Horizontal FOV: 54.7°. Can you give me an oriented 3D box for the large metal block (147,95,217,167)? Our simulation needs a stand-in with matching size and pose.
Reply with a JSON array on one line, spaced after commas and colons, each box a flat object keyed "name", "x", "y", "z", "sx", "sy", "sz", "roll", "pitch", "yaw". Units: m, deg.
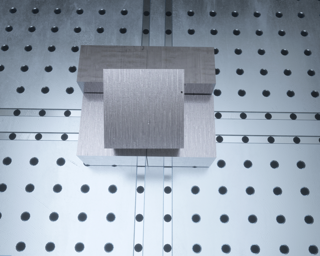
[{"name": "large metal block", "x": 0.026, "y": 0.004, "z": 0.394, "sx": 0.081, "sy": 0.050, "sz": 0.080, "roll": 1, "pitch": 70, "yaw": 0}]

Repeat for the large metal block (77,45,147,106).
[{"name": "large metal block", "x": -0.056, "y": -0.063, "z": 0.404, "sx": 0.081, "sy": 0.080, "sz": 0.050, "roll": 1, "pitch": 70, "yaw": 0}]

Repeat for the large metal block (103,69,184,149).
[{"name": "large metal block", "x": -0.016, "y": -0.021, "z": 0.335, "sx": 0.081, "sy": 0.050, "sz": 0.079, "roll": 0, "pitch": 94, "yaw": -1}]

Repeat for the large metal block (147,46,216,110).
[{"name": "large metal block", "x": 0.025, "y": -0.062, "z": 0.404, "sx": 0.081, "sy": 0.080, "sz": 0.050, "roll": 1, "pitch": 70, "yaw": 0}]

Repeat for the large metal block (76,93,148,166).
[{"name": "large metal block", "x": -0.056, "y": 0.003, "z": 0.395, "sx": 0.081, "sy": 0.050, "sz": 0.080, "roll": 1, "pitch": 70, "yaw": 0}]
